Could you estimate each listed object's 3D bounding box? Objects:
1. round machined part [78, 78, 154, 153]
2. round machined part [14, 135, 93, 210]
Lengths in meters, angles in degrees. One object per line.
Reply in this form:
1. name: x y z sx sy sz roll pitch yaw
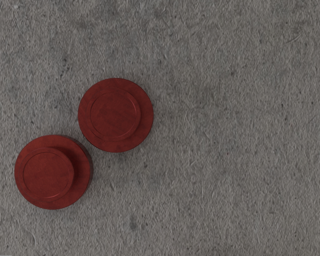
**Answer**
1. round machined part: -0.058 -0.016 0.401 0.099 0.042 0.097 0 90 0
2. round machined part: -0.140 0.057 0.400 0.099 0.042 0.097 0 90 0
